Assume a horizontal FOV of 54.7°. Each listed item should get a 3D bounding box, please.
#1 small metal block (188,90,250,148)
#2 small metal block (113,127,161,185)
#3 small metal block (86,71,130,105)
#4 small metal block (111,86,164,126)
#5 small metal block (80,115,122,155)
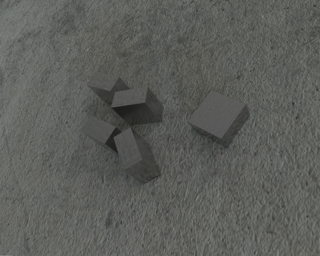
[{"bbox_3d":[0.071,-0.012,0.374,0.050,0.025,0.050,30,78,37],"label":"small metal block"},{"bbox_3d":[-0.028,0.035,0.381,0.025,0.050,0.050,-31,52,9],"label":"small metal block"},{"bbox_3d":[-0.071,-0.055,0.459,0.050,0.050,0.025,18,72,35],"label":"small metal block"},{"bbox_3d":[-0.029,-0.028,0.421,0.050,0.050,0.025,-6,59,25],"label":"small metal block"},{"bbox_3d":[-0.069,0.013,0.416,0.050,0.050,0.025,22,74,36],"label":"small metal block"}]
